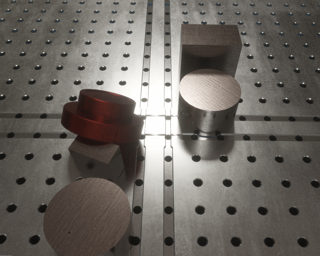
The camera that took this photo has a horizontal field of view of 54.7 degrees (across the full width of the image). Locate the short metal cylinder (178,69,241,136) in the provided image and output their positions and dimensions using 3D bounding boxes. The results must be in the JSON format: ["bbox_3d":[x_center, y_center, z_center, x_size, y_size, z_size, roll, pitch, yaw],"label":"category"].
[{"bbox_3d":[0.065,-0.036,0.422,0.081,0.050,0.080,0,50,0],"label":"short metal cylinder"}]

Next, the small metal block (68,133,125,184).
[{"bbox_3d":[-0.072,0.036,0.359,0.050,0.050,0.025,19,57,14],"label":"small metal block"}]

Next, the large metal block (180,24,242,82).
[{"bbox_3d":[0.071,-0.105,0.461,0.081,0.080,0.050,1,50,0],"label":"large metal block"}]

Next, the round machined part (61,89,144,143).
[{"bbox_3d":[-0.067,-0.019,0.379,0.099,0.042,0.098,14,14,-3],"label":"round machined part"}]

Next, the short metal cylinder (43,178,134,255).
[{"bbox_3d":[-0.068,0.097,0.309,0.081,0.050,0.080,0,50,0],"label":"short metal cylinder"}]
